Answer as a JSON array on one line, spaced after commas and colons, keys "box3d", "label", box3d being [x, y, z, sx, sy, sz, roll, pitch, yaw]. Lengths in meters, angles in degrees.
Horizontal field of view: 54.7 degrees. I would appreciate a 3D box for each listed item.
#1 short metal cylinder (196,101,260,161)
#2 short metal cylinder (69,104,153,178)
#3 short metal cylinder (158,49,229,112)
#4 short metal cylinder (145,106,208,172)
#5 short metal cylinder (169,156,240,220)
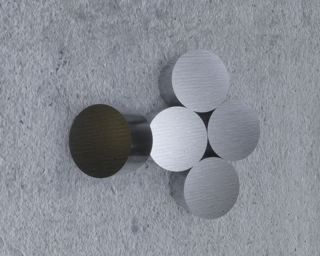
[{"box3d": [0.090, 0.004, 0.430, 0.081, 0.050, 0.080, 0, 90, -20], "label": "short metal cylinder"}, {"box3d": [-0.055, 0.014, 0.355, 0.080, 0.050, 0.080, -1, 89, 24], "label": "short metal cylinder"}, {"box3d": [0.044, -0.060, 0.413, 0.081, 0.050, 0.080, 0, 90, -20], "label": "short metal cylinder"}, {"box3d": [0.014, 0.013, 0.402, 0.081, 0.050, 0.080, 0, 90, -20], "label": "short metal cylinder"}, {"box3d": [0.059, 0.077, 0.419, 0.081, 0.050, 0.080, 0, 90, -20], "label": "short metal cylinder"}]
